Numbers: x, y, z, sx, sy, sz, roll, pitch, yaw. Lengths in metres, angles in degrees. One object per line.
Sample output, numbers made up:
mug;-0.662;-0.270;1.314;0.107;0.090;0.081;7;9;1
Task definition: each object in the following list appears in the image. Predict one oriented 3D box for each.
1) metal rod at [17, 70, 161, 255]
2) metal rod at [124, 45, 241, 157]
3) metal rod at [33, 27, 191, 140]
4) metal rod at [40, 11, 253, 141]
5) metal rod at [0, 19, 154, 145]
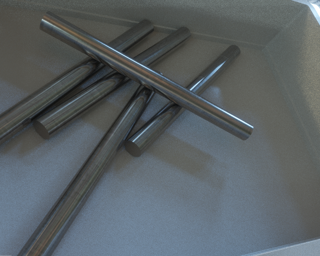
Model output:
metal rod;-0.064;0.029;0.353;0.025;0.025;0.301;34;51;-6
metal rod;0.051;-0.057;0.467;0.025;0.025;0.302;44;51;2
metal rod;-0.043;-0.078;0.429;0.025;0.025;0.302;45;51;2
metal rod;-0.009;-0.062;0.404;0.301;0.025;0.025;28;52;-11
metal rod;-0.098;-0.072;0.396;0.025;0.025;0.301;42;51;0
